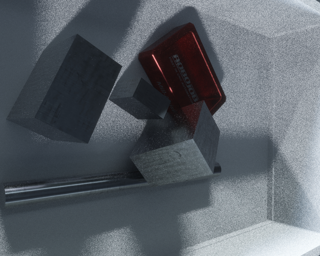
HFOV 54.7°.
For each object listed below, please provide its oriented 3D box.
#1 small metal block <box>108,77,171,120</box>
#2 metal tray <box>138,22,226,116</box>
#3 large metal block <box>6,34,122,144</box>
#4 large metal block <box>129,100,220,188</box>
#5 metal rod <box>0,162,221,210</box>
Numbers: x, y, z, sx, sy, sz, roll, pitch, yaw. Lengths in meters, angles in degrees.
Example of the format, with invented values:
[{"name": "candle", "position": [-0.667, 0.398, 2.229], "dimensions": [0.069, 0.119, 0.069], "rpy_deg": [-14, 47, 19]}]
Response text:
[{"name": "small metal block", "position": [-0.024, -0.033, 0.372], "dimensions": [0.050, 0.050, 0.025], "rpy_deg": [35, 68, -35]}, {"name": "metal tray", "position": [0.036, -0.068, 0.435], "dimensions": [0.090, 0.030, 0.130], "rpy_deg": [-44, 117, -31]}, {"name": "large metal block", "position": [-0.092, -0.033, 0.295], "dimensions": [0.050, 0.080, 0.080], "rpy_deg": [33, 70, -36]}, {"name": "large metal block", "position": [0.021, 0.019, 0.373], "dimensions": [0.050, 0.080, 0.080], "rpy_deg": [59, 30, -24]}, {"name": "metal rod", "position": [-0.030, 0.064, 0.383], "dimensions": [0.302, 0.025, 0.025], "rpy_deg": [0, 90, -40]}]
